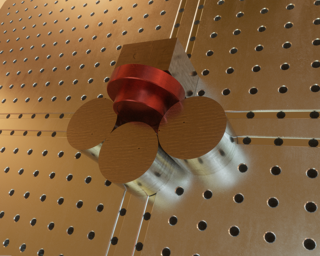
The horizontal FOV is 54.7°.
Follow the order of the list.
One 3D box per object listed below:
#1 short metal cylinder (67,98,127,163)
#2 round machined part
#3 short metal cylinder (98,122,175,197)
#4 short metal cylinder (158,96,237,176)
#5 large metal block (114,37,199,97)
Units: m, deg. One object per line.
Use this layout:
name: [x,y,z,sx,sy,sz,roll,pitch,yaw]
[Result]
short metal cylinder: [-0.081,0.005,0.432,0.080,0.050,0.080,-13,56,21]
round machined part: [-0.021,-0.034,0.391,0.098,0.098,0.042,2,62,29]
short metal cylinder: [-0.028,0.039,0.384,0.080,0.050,0.080,-13,56,21]
short metal cylinder: [0.045,0.010,0.363,0.080,0.050,0.080,-13,56,21]
large metal block: [-0.003,-0.071,0.417,0.080,0.080,0.050,1,62,28]
